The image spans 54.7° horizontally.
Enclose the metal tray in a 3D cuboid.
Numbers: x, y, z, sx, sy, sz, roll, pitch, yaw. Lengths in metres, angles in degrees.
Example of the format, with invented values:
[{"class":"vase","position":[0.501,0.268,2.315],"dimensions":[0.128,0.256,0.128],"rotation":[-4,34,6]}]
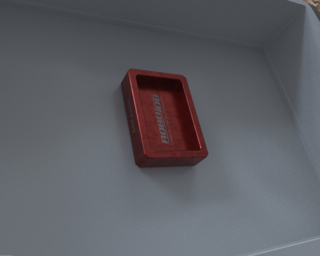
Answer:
[{"class":"metal tray","position":[0.004,-0.014,0.411],"dimensions":[0.091,0.030,0.130],"rotation":[2,61,-28]}]
